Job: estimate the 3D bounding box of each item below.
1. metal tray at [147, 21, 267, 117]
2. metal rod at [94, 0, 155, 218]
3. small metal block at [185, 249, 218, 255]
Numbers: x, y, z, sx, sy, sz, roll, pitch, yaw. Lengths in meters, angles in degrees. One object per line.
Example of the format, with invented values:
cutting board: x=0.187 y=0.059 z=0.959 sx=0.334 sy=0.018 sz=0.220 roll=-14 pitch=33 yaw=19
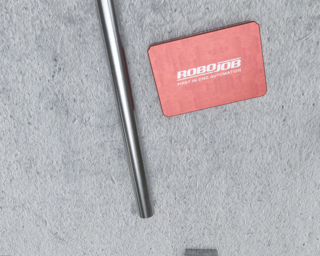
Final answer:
metal tray: x=0.058 y=-0.072 z=0.381 sx=0.131 sy=0.030 sz=0.089 roll=-13 pitch=110 yaw=4
metal rod: x=-0.041 y=-0.013 z=0.404 sx=0.025 sy=0.025 sz=0.298 roll=-8 pitch=110 yaw=2
small metal block: x=0.066 y=0.221 z=0.493 sx=0.050 sy=0.025 sz=0.050 roll=1 pitch=110 yaw=-1
